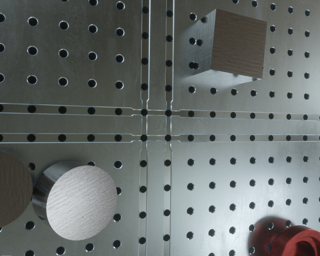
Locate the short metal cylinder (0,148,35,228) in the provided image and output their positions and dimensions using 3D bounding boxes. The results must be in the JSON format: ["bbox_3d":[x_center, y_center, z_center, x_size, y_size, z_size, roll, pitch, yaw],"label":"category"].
[{"bbox_3d":[-0.179,0.062,0.333,0.081,0.050,0.079,0,90,-20],"label":"short metal cylinder"}]

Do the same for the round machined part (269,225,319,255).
[{"bbox_3d":[0.212,0.200,0.482,0.099,0.042,0.097,0,90,-20],"label":"round machined part"}]

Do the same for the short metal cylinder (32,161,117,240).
[{"bbox_3d":[-0.096,0.080,0.352,0.081,0.050,0.079,-1,91,-38],"label":"short metal cylinder"}]

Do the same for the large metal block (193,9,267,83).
[{"bbox_3d":[0.098,-0.111,0.435,0.081,0.050,0.080,6,88,-20],"label":"large metal block"}]
